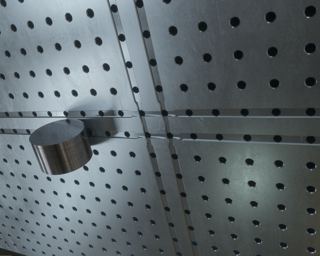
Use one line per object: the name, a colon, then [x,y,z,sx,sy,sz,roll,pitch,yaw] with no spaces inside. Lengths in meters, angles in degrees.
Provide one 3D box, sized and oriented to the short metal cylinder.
short metal cylinder: [-0.148,0.027,0.468,0.080,0.080,0.050,5,121,25]
